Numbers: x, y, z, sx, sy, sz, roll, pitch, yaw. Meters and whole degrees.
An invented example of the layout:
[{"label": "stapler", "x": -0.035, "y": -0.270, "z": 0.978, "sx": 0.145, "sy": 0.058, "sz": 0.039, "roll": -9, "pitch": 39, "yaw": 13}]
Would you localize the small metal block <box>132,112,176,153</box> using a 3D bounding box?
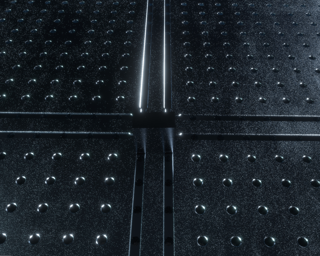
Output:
[{"label": "small metal block", "x": -0.007, "y": 0.006, "z": 0.386, "sx": 0.050, "sy": 0.050, "sz": 0.025, "roll": -1, "pitch": 50, "yaw": -1}]
